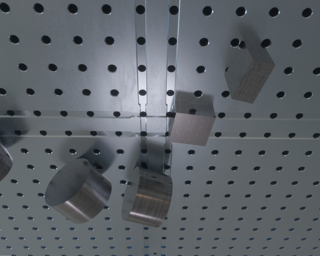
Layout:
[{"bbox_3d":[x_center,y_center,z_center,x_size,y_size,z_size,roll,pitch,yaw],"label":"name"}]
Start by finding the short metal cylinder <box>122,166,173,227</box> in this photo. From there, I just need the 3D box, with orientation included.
[{"bbox_3d":[-0.020,0.103,0.463,0.050,0.080,0.079,18,128,-15],"label":"short metal cylinder"}]

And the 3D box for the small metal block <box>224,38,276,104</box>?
[{"bbox_3d":[0.097,-0.063,0.342,0.025,0.050,0.050,12,129,-10],"label":"small metal block"}]

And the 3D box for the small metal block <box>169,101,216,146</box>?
[{"bbox_3d":[0.041,-0.005,0.408,0.050,0.025,0.050,7,130,-7],"label":"small metal block"}]

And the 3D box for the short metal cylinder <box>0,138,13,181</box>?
[{"bbox_3d":[-0.246,0.041,0.408,0.080,0.080,0.050,-6,130,5],"label":"short metal cylinder"}]

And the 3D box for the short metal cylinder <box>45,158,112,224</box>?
[{"bbox_3d":[-0.118,0.091,0.452,0.080,0.080,0.050,-24,126,19],"label":"short metal cylinder"}]
